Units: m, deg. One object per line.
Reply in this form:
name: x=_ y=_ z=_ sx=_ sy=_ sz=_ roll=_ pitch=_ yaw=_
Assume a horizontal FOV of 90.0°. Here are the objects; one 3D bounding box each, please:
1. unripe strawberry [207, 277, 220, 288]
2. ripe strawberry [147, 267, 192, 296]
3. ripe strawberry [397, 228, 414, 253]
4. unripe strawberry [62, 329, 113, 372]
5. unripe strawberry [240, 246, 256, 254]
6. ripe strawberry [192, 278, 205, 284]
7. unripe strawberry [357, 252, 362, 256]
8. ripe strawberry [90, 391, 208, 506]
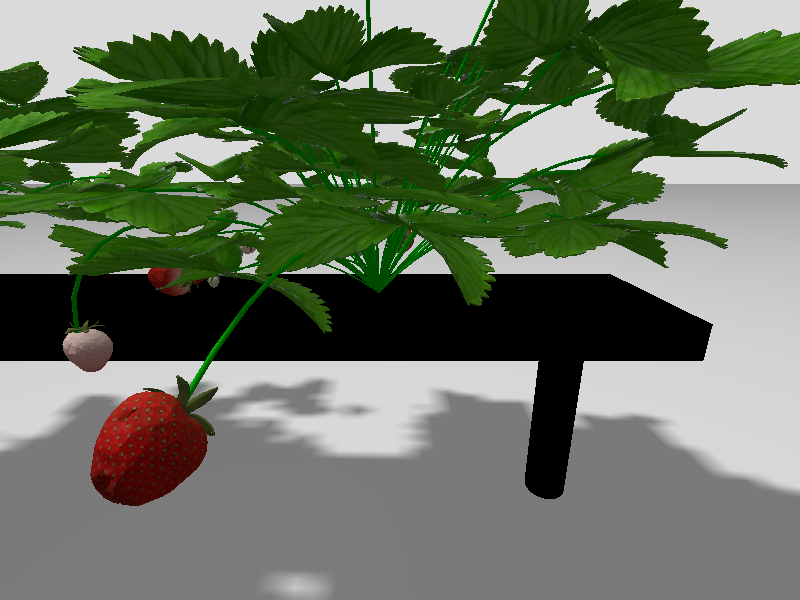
unripe strawberry: x=-0.163 y=-0.016 z=0.350 sx=0.010 sy=0.010 sz=0.009 roll=-2 pitch=18 yaw=-5
ripe strawberry: x=-0.201 y=-0.022 z=0.352 sx=0.034 sy=0.035 sz=0.031 roll=-1 pitch=18 yaw=-2
ripe strawberry: x=0.003 y=-0.081 z=0.535 sx=0.032 sy=0.036 sz=0.035 roll=2 pitch=17 yaw=7
unripe strawberry: x=-0.171 y=0.028 z=0.220 sx=0.021 sy=0.025 sz=0.025 roll=-17 pitch=24 yaw=-42
unripe strawberry: x=-0.203 y=-0.072 z=0.526 sx=0.028 sy=0.025 sz=0.026 roll=-18 pitch=5 yaw=-44
ripe strawberry: x=-0.200 y=-0.027 z=0.387 sx=0.024 sy=0.023 sz=0.022 roll=37 pitch=19 yaw=-4
unripe strawberry: x=-0.049 y=-0.058 z=0.481 sx=0.011 sy=0.011 sz=0.010 roll=-4 pitch=18 yaw=-12
ripe strawberry: x=-0.084 y=0.050 z=0.133 sx=0.031 sy=0.035 sz=0.033 roll=5 pitch=37 yaw=14
